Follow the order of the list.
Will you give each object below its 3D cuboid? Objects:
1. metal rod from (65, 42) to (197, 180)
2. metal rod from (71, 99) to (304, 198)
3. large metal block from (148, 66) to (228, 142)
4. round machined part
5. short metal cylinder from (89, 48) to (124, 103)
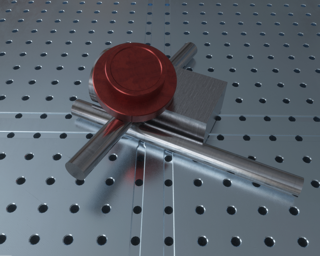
[{"bbox_3d":[-0.018,-0.044,0.419,0.025,0.025,0.301,22,46,17],"label":"metal rod"},{"bbox_3d":[0.022,0.020,0.390,0.301,0.025,0.025,19,53,15],"label":"metal rod"},{"bbox_3d":[0.035,-0.030,0.413,0.080,0.050,0.080,20,53,16],"label":"large metal block"},{"bbox_3d":[-0.029,-0.059,0.361,0.099,0.042,0.098,3,70,-7],"label":"round machined part"},{"bbox_3d":[-0.053,-0.064,0.424,0.050,0.080,0.080,20,53,15],"label":"short metal cylinder"}]
